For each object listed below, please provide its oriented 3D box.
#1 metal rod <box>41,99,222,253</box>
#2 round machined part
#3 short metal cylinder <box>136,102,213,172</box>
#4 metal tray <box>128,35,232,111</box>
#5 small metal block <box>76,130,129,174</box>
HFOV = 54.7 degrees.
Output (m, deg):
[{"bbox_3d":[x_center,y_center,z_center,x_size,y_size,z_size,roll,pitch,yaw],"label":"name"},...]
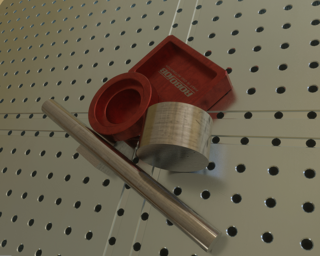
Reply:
[{"bbox_3d":[-0.054,0.042,0.383,0.300,0.025,0.025,34,81,29],"label":"metal rod"},{"bbox_3d":[-0.046,-0.025,0.425,0.098,0.042,0.098,-14,55,22],"label":"round machined part"},{"bbox_3d":[0.018,0.013,0.353,0.080,0.080,0.050,-4,60,26],"label":"short metal cylinder"},{"bbox_3d":[0.023,-0.068,0.432,0.090,0.030,0.130,-42,51,-2],"label":"metal tray"},{"bbox_3d":[-0.080,0.028,0.432,0.050,0.025,0.050,32,79,37],"label":"small metal block"}]
